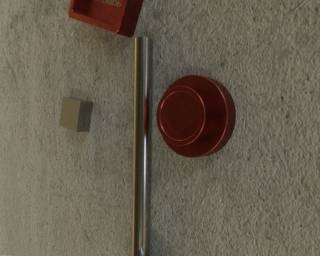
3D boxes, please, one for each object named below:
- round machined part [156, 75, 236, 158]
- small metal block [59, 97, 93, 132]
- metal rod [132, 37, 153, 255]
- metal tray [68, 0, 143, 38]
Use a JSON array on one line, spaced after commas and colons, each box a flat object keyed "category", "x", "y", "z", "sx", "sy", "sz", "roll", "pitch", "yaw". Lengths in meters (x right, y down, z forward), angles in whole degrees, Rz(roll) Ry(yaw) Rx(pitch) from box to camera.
[{"category": "round machined part", "x": 0.035, "y": -0.014, "z": 0.364, "sx": 0.098, "sy": 0.042, "sz": 0.097, "roll": 0, "pitch": 90, "yaw": 39}, {"category": "small metal block", "x": -0.141, "y": -0.023, "z": 0.518, "sx": 0.050, "sy": 0.025, "sz": 0.050, "roll": 16, "pitch": 100, "yaw": 38}, {"category": "metal rod", "x": -0.024, "y": 0.028, "z": 0.422, "sx": 0.025, "sy": 0.025, "sz": 0.298, "roll": 1, "pitch": 91, "yaw": 39}, {"category": "metal tray", "x": -0.082, "y": -0.197, "z": 0.466, "sx": 0.130, "sy": 0.030, "sz": 0.089, "roll": 29, "pitch": 108, "yaw": 36}]
